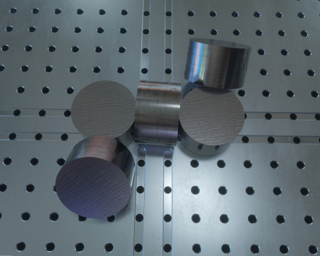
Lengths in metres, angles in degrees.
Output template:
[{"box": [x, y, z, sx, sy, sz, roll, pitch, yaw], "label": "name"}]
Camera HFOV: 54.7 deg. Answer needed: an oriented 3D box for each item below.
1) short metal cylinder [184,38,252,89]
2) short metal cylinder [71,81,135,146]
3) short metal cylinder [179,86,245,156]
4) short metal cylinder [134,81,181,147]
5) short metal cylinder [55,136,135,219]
[{"box": [0.075, -0.087, 0.408, 0.080, 0.080, 0.050, 8, 112, 2], "label": "short metal cylinder"}, {"box": [-0.069, -0.014, 0.402, 0.081, 0.050, 0.080, 0, 70, 0], "label": "short metal cylinder"}, {"box": [0.063, -0.009, 0.402, 0.081, 0.050, 0.080, 0, 70, 0], "label": "short metal cylinder"}, {"box": [-0.002, -0.018, 0.389, 0.050, 0.080, 0.080, 5, 70, 1], "label": "short metal cylinder"}, {"box": [-0.071, 0.056, 0.355, 0.081, 0.050, 0.079, 0, 114, 1], "label": "short metal cylinder"}]
